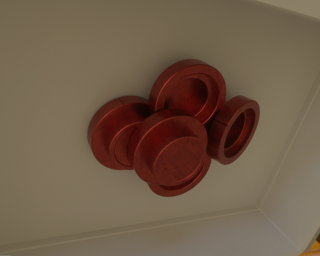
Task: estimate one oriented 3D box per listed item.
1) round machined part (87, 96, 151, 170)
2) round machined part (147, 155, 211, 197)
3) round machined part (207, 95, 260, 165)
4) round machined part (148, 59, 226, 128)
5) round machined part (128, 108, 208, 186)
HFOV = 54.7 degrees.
[{"bbox_3d":[-0.036,0.013,0.383,0.099,0.042,0.097,-14,125,-21],"label":"round machined part"},{"bbox_3d":[0.020,0.046,0.436,0.099,0.042,0.097,-14,125,-21],"label":"round machined part"},{"bbox_3d":[0.095,-0.001,0.435,0.099,0.042,0.097,-30,135,-35],"label":"round machined part"},{"bbox_3d":[0.030,-0.040,0.389,0.099,0.042,0.097,-14,125,-21],"label":"round machined part"},{"bbox_3d":[0.015,0.029,0.367,0.099,0.042,0.097,-14,125,-21],"label":"round machined part"}]
